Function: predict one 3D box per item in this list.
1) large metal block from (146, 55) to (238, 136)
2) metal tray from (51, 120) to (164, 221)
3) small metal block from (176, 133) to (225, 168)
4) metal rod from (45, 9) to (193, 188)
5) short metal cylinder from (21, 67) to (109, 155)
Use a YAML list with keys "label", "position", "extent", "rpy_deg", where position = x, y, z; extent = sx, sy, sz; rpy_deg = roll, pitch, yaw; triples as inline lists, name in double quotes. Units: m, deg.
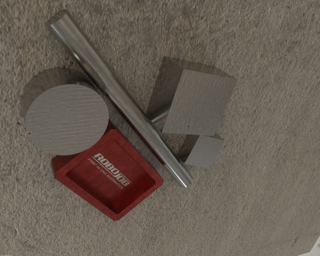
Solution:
- label: "large metal block"
  position: [0.038, -0.039, 0.390]
  extent: [0.081, 0.050, 0.079]
  rpy_deg: [4, 116, -31]
- label: "metal tray"
  position: [-0.064, 0.059, 0.408]
  extent: [0.090, 0.030, 0.130]
  rpy_deg: [-39, 130, -2]
- label: "small metal block"
  position: [0.061, 0.029, 0.462]
  extent: [0.050, 0.025, 0.050]
  rpy_deg: [14, 111, -34]
- label: "metal rod"
  position: [-0.029, -0.011, 0.386]
  extent: [0.025, 0.025, 0.300]
  rpy_deg: [-39, 130, -3]
- label: "short metal cylinder"
  position: [-0.101, -0.018, 0.327]
  extent: [0.081, 0.050, 0.079]
  rpy_deg: [-14, 125, -21]
